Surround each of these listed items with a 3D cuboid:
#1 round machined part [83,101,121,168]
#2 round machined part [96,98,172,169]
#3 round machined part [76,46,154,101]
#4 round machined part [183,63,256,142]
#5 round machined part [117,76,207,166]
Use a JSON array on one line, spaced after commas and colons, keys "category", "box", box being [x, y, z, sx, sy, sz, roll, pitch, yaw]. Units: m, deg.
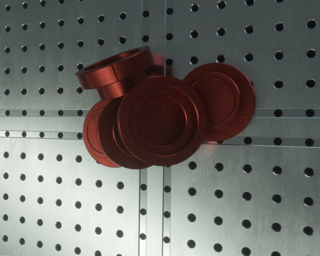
[{"category": "round machined part", "box": [-0.065, 0.006, 0.425, 0.098, 0.042, 0.097, 0, 90, 19]}, {"category": "round machined part", "box": [-0.028, 0.003, 0.387, 0.099, 0.042, 0.097, 1, 87, -17]}, {"category": "round machined part", "box": [-0.053, -0.068, 0.397, 0.098, 0.098, 0.042, -13, 111, 19]}, {"category": "round machined part", "box": [0.066, -0.032, 0.380, 0.098, 0.042, 0.097, 0, 90, 19]}, {"category": "round machined part", "box": [0.000, -0.007, 0.352, 0.099, 0.042, 0.097, 0, 89, -14]}]
